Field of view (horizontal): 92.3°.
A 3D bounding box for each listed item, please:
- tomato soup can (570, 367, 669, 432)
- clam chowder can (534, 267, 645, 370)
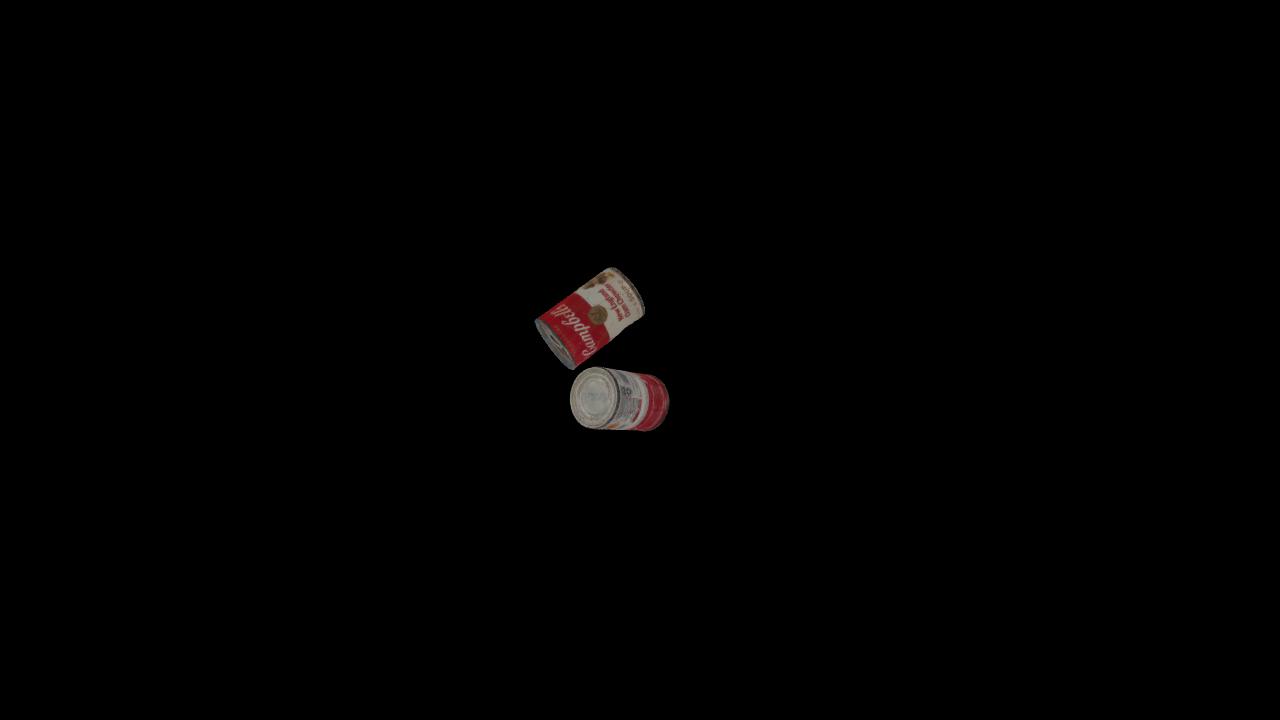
[{"bbox_3d":[-0.022,0.045,0.681,0.068,0.068,0.101,0,-6,34],"label":"tomato soup can"},{"bbox_3d":[-0.053,-0.046,0.666,0.102,0.068,0.068,-38,12,-16],"label":"clam chowder can"}]
